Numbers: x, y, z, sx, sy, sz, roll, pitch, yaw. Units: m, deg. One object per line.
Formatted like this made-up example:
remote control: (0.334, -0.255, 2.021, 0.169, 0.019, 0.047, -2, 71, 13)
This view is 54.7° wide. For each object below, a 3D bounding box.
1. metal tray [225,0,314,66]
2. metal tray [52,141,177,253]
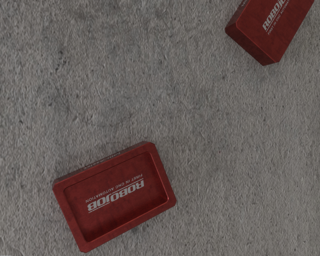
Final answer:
metal tray: (0.167, -0.172, 0.468, 0.090, 0.030, 0.130, 36, 78, -17)
metal tray: (-0.054, 0.081, 0.386, 0.131, 0.030, 0.090, -24, 98, -19)
